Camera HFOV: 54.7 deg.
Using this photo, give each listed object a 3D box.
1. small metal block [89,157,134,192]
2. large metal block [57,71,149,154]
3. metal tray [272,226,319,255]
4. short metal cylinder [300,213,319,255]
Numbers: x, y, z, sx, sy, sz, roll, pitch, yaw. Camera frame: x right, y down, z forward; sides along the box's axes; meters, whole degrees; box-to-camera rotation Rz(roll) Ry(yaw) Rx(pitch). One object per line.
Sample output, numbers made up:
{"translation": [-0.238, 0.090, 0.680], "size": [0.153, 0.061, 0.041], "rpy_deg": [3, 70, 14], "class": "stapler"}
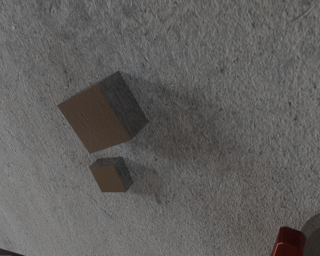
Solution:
{"translation": [-0.077, 0.075, 0.494], "size": [0.050, 0.025, 0.050], "rpy_deg": [-8, 115, 31], "class": "small metal block"}
{"translation": [-0.076, -0.019, 0.419], "size": [0.080, 0.050, 0.080], "rpy_deg": [-19, 108, 35], "class": "large metal block"}
{"translation": [0.216, 0.191, 0.408], "size": [0.130, 0.030, 0.089], "rpy_deg": [15, 125, 20], "class": "metal tray"}
{"translation": [0.203, 0.139, 0.348], "size": [0.080, 0.050, 0.080], "rpy_deg": [0, 89, 20], "class": "short metal cylinder"}
